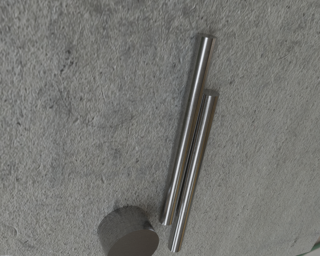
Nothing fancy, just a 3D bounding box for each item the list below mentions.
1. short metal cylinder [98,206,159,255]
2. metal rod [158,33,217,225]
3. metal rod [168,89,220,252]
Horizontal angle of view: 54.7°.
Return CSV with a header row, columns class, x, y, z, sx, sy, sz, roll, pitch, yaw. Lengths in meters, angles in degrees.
class,x,y,z,sx,sy,sz,roll,pitch,yaw
short metal cylinder,-0.048,0.165,0.468,0.081,0.050,0.079,-14,125,-21
metal rod,0.033,0.020,0.438,0.025,0.025,0.298,-5,121,-27
metal rod,0.047,0.083,0.485,0.025,0.025,0.298,-6,121,-26
